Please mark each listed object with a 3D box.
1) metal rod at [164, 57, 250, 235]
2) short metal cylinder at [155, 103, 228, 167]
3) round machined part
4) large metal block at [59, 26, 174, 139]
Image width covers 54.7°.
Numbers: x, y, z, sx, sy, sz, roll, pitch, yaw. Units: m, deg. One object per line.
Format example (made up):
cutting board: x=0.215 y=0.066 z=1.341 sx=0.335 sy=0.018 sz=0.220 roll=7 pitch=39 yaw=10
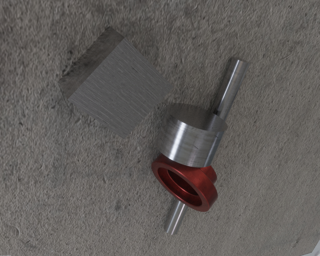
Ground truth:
metal rod: x=0.063 y=0.040 z=0.466 sx=0.025 sy=0.025 sz=0.298 roll=5 pitch=116 yaw=-31
short metal cylinder: x=0.040 y=0.007 z=0.398 sx=0.081 sy=0.080 sz=0.050 roll=4 pitch=116 yaw=-30
round machined part: x=0.039 y=0.066 z=0.427 sx=0.042 sy=0.098 sz=0.098 roll=-47 pitch=133 yaw=-24
large metal block: x=-0.047 y=-0.048 z=0.336 sx=0.080 sy=0.050 sz=0.080 roll=-46 pitch=129 yaw=4
